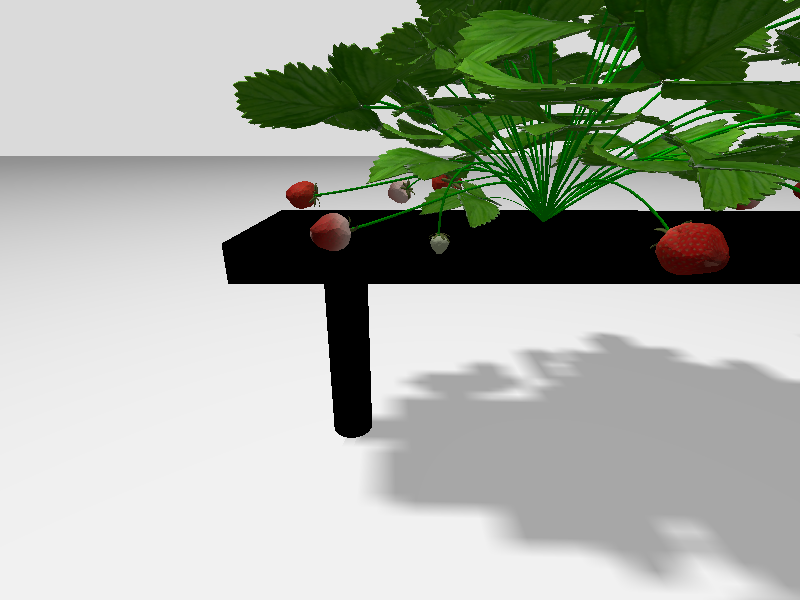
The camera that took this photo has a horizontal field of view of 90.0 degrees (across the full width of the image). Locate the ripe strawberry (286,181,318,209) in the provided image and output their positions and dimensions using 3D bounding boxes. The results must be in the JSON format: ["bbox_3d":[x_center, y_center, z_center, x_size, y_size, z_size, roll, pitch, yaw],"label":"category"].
[{"bbox_3d":[-0.101,-0.107,0.408,0.031,0.027,0.031,6,22,16],"label":"ripe strawberry"}]

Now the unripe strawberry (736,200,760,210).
[{"bbox_3d":[0.347,-0.101,0.403,0.023,0.020,0.023,-35,8,25],"label":"unripe strawberry"}]

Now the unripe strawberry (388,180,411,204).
[{"bbox_3d":[-0.002,-0.123,0.454,0.028,0.027,0.026,0,15,45],"label":"unripe strawberry"}]

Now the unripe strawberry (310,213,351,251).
[{"bbox_3d":[-0.044,-0.042,0.249,0.025,0.024,0.023,-13,25,-29],"label":"unripe strawberry"}]

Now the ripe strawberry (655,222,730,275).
[{"bbox_3d":[0.142,-0.023,0.194,0.030,0.027,0.027,-2,31,-6],"label":"ripe strawberry"}]

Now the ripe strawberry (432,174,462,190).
[{"bbox_3d":[0.057,-0.152,0.513,0.039,0.041,0.042,-8,22,-19],"label":"ripe strawberry"}]

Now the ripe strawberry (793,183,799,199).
[{"bbox_3d":[0.433,-0.114,0.416,0.037,0.036,0.040,11,24,27],"label":"ripe strawberry"}]

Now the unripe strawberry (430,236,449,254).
[{"bbox_3d":[0.024,-0.034,0.244,0.011,0.012,0.012,18,28,39],"label":"unripe strawberry"}]
